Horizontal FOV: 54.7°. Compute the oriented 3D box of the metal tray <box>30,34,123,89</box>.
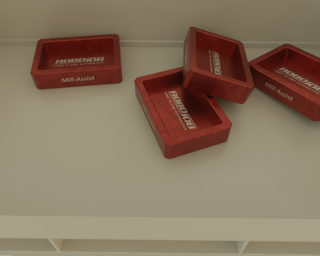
[{"bbox_3d":[-0.128,-0.107,0.490,0.131,0.030,0.090,-5,50,-5],"label":"metal tray"}]

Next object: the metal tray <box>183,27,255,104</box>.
[{"bbox_3d":[0.082,-0.096,0.453,0.091,0.030,0.130,15,42,-8],"label":"metal tray"}]

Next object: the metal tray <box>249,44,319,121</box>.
[{"bbox_3d":[0.204,-0.072,0.451,0.091,0.030,0.130,-28,48,-21],"label":"metal tray"}]

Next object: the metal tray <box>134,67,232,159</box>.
[{"bbox_3d":[0.027,-0.027,0.424,0.091,0.030,0.130,-16,52,-13],"label":"metal tray"}]
